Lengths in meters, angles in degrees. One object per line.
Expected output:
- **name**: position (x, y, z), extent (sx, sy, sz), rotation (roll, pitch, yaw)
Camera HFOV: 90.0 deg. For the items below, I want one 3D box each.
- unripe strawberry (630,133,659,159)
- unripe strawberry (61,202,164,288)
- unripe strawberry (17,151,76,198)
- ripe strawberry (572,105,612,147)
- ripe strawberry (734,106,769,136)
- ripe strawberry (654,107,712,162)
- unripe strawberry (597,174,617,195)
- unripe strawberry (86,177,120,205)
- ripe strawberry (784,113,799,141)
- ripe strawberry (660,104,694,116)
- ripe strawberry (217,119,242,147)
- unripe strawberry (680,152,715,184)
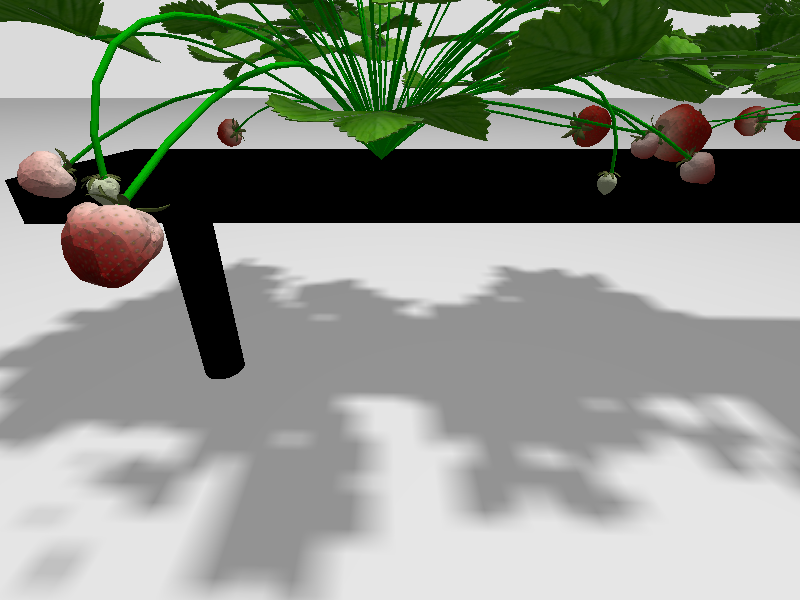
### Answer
- **unripe strawberry**: position (0.199, -0.124, 0.324), extent (0.020, 0.019, 0.018), rotation (-27, 24, 15)
- **unripe strawberry**: position (-0.085, -0.016, 0.118), extent (0.027, 0.024, 0.024), rotation (8, -13, 14)
- **unripe strawberry**: position (-0.186, -0.065, 0.209), extent (0.022, 0.023, 0.021), rotation (-35, 41, -23)
- **ripe strawberry**: position (0.187, -0.167, 0.387), extent (0.035, 0.037, 0.033), rotation (-9, 29, -17)
- **ripe strawberry**: position (0.428, -0.219, 0.492), extent (0.032, 0.034, 0.035), rotation (-1, 28, -2)
- **ripe strawberry**: position (0.230, -0.135, 0.326), extent (0.042, 0.041, 0.039), rotation (0, 28, 0)
- **unripe strawberry**: position (0.113, -0.063, 0.218), extent (0.011, 0.011, 0.010), rotation (-25, 37, -38)
- **unripe strawberry**: position (-0.105, -0.038, 0.142), extent (0.011, 0.010, 0.010), rotation (12, 30, 21)
- **ripe strawberry**: position (0.452, -0.197, 0.452), extent (0.029, 0.031, 0.031), rotation (3, 28, 6)
- **ripe strawberry**: position (0.324, -0.210, 0.471), extent (0.035, 0.037, 0.038), rotation (-18, 32, -30)
- **ripe strawberry**: position (-0.167, -0.163, 0.392), extent (0.024, 0.025, 0.022), rotation (0, 25, 29)
- **unripe strawberry**: position (0.184, -0.080, 0.245), extent (0.019, 0.019, 0.018), rotation (-49, -3, 37)
